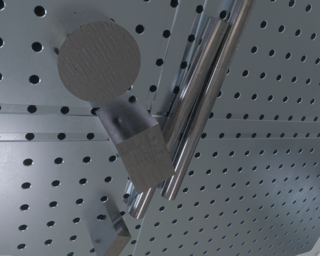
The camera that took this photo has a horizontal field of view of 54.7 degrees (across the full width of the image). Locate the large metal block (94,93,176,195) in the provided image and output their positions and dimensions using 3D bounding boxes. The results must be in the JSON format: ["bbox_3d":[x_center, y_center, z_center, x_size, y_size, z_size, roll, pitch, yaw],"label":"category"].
[{"bbox_3d":[-0.030,0.017,0.370,0.050,0.080,0.080,-27,128,-11],"label":"large metal block"}]

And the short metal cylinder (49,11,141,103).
[{"bbox_3d":[-0.066,-0.072,0.314,0.081,0.050,0.079,-14,124,-21],"label":"short metal cylinder"}]

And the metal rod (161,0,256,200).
[{"bbox_3d":[0.058,-0.026,0.427,0.025,0.025,0.298,5,116,-31],"label":"metal rod"}]

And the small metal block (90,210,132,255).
[{"bbox_3d":[-0.073,0.159,0.454,0.025,0.050,0.050,26,104,-37],"label":"small metal block"}]

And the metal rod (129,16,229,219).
[{"bbox_3d":[0.018,0.001,0.421,0.025,0.025,0.298,9,114,-33],"label":"metal rod"}]
